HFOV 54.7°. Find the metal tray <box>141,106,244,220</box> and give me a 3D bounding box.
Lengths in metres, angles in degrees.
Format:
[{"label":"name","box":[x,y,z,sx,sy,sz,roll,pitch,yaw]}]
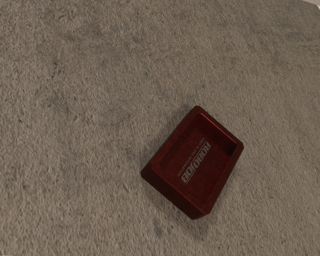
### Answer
[{"label":"metal tray","box":[0.047,0.040,0.403,0.090,0.030,0.131,41,51,-1]}]
